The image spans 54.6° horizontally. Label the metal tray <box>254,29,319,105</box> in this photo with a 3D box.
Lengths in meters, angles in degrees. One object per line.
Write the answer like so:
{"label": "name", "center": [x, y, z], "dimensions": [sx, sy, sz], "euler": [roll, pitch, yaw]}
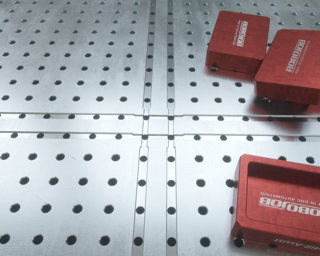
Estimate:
{"label": "metal tray", "center": [0.202, -0.094, 0.454], "dimensions": [0.090, 0.030, 0.130], "euler": [14, 54, 30]}

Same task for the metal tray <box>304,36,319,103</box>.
{"label": "metal tray", "center": [0.278, -0.088, 0.479], "dimensions": [0.090, 0.030, 0.130], "euler": [11, 51, 9]}

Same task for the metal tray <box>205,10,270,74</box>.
{"label": "metal tray", "center": [0.135, -0.150, 0.532], "dimensions": [0.090, 0.030, 0.130], "euler": [13, 51, 10]}

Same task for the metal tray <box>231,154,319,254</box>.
{"label": "metal tray", "center": [0.148, 0.082, 0.335], "dimensions": [0.131, 0.030, 0.090], "euler": [9, 51, 8]}
